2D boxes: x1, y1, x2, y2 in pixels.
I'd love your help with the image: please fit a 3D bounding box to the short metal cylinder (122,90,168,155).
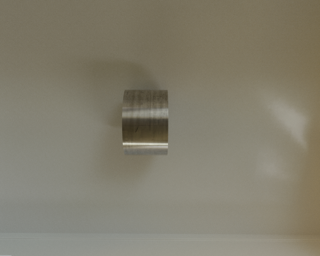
[{"bbox_3d":[-0.016,-0.007,0.377,0.050,0.080,0.079,0,110,-1],"label":"short metal cylinder"}]
